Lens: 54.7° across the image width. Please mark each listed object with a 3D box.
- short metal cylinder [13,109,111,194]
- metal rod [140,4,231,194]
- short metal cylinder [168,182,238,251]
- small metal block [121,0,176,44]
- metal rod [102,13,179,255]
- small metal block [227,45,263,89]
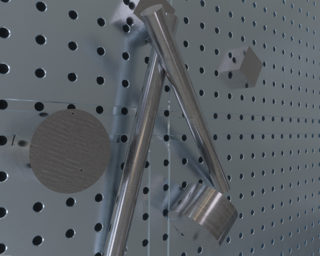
[{"bbox_3d":[-0.098,0.022,0.311,0.081,0.050,0.079,0,90,-40],"label":"short metal cylinder"},{"bbox_3d":[0.046,-0.014,0.408,0.025,0.025,0.299,-50,131,-28],"label":"metal rod"},{"bbox_3d":[0.058,0.120,0.422,0.050,0.080,0.080,-49,119,-29],"label":"short metal cylinder"},{"bbox_3d":[-0.014,-0.146,0.397,0.050,0.025,0.050,36,68,-34],"label":"small metal block"},{"bbox_3d":[-0.022,0.009,0.373,0.025,0.025,0.298,16,85,-39],"label":"metal rod"},{"bbox_3d":[0.147,-0.104,0.532,0.050,0.025,0.050,39,67,-33],"label":"small metal block"}]
